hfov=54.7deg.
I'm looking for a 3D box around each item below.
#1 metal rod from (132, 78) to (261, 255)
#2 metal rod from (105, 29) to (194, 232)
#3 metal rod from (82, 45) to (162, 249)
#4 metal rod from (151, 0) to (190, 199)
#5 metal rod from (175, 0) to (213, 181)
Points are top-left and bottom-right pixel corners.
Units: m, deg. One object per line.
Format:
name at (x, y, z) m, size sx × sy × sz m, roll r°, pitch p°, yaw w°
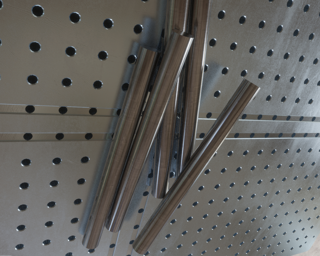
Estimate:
metal rod at (0.045, 0.064, 0.443) m, size 0.025 × 0.025 × 0.298 m, roll 21°, pitch 108°, yaw -36°
metal rod at (-0.023, 0.023, 0.397) m, size 0.025 × 0.025 × 0.298 m, roll 3°, pitch 122°, yaw -30°
metal rod at (-0.057, 0.040, 0.406) m, size 0.025 × 0.025 × 0.298 m, roll 6°, pitch 116°, yaw -31°
metal rod at (0.011, -0.029, 0.400) m, size 0.025 × 0.025 × 0.298 m, roll -10°, pitch 123°, yaw -24°
metal rod at (0.041, -0.042, 0.409) m, size 0.025 × 0.025 × 0.298 m, roll -12°, pitch 124°, yaw -23°
